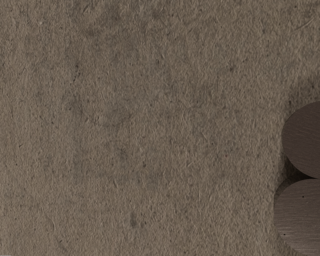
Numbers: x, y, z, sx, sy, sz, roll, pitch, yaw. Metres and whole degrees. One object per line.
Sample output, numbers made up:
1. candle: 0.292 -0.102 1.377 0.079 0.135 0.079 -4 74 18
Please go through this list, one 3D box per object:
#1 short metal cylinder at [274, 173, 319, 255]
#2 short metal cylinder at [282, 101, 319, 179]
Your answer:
1. short metal cylinder: 0.167 0.091 0.337 0.080 0.050 0.079 0 90 19
2. short metal cylinder: 0.175 0.012 0.334 0.080 0.050 0.079 0 90 19
